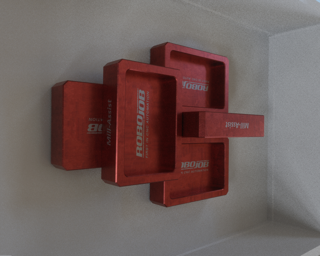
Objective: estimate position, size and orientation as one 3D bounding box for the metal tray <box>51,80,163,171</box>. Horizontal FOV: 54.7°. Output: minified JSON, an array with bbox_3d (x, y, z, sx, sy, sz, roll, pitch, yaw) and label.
[{"bbox_3d":[-0.055,-0.002,0.355,0.131,0.030,0.089,0,90,-40],"label":"metal tray"}]

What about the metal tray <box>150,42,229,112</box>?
[{"bbox_3d":[0.046,-0.064,0.442,0.131,0.030,0.089,1,90,-40],"label":"metal tray"}]

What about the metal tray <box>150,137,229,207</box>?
[{"bbox_3d":[0.046,0.056,0.442,0.131,0.030,0.089,1,90,-40],"label":"metal tray"}]

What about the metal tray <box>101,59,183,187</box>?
[{"bbox_3d":[-0.018,-0.005,0.348,0.091,0.030,0.129,1,89,-40],"label":"metal tray"}]

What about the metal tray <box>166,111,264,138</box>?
[{"bbox_3d":[0.068,-0.004,0.420,0.131,0.090,0.030,1,90,-40],"label":"metal tray"}]
